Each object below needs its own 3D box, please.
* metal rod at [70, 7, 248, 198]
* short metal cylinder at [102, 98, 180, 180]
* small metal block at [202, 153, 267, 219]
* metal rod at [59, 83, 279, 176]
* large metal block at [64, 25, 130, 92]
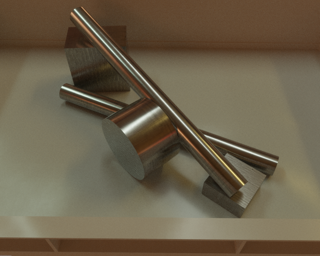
[{"bbox_3d":[-0.014,-0.043,0.364,0.025,0.025,0.300,-33,70,-25],"label":"metal rod"},{"bbox_3d":[-0.023,0.012,0.356,0.050,0.080,0.080,-33,58,-25],"label":"short metal cylinder"},{"bbox_3d":[0.083,0.064,0.351,0.050,0.025,0.050,31,56,23],"label":"small metal block"},{"bbox_3d":[0.000,-0.004,0.406,0.301,0.025,0.025,20,53,15],"label":"metal rod"},{"bbox_3d":[-0.086,-0.099,0.450,0.081,0.080,0.050,-3,50,-3],"label":"large metal block"}]
